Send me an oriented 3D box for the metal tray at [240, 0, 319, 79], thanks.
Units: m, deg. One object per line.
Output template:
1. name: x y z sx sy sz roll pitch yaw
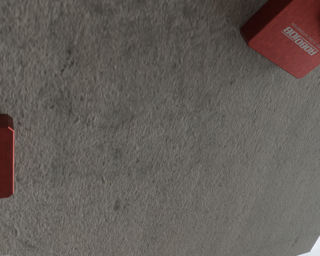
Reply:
1. metal tray: 0.181 -0.124 0.406 0.131 0.030 0.090 18 133 -36

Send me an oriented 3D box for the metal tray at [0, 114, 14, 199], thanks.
1. metal tray: -0.217 0.033 0.305 0.131 0.030 0.089 -2 119 -28
